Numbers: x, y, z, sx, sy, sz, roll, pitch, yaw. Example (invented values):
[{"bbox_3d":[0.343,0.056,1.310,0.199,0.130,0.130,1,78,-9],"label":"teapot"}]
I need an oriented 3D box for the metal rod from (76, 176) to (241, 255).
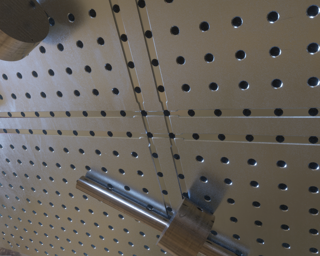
[{"bbox_3d":[-0.006,0.154,0.509,0.301,0.025,0.025,24,127,13],"label":"metal rod"}]

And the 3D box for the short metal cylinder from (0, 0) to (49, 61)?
[{"bbox_3d":[-0.192,-0.133,0.395,0.050,0.080,0.080,-24,105,37],"label":"short metal cylinder"}]

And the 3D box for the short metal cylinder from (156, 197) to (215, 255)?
[{"bbox_3d":[0.037,0.148,0.448,0.050,0.080,0.079,32,129,7],"label":"short metal cylinder"}]
